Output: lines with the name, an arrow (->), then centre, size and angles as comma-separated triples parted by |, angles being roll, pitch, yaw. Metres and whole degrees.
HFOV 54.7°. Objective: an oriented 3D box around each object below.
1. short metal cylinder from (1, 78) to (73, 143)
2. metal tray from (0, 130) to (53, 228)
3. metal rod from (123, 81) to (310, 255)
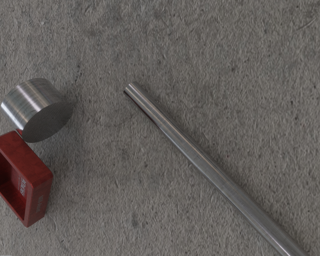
short metal cylinder -> -0.174, -0.024, 0.441 | 0.050, 0.080, 0.080 | 45, 104, 14
metal tray -> -0.199, 0.076, 0.442 | 0.090, 0.030, 0.129 | 43, 136, 14
metal rod -> 0.061, 0.050, 0.387 | 0.300, 0.025, 0.025 | 46, 104, 14
